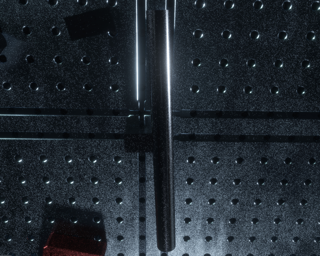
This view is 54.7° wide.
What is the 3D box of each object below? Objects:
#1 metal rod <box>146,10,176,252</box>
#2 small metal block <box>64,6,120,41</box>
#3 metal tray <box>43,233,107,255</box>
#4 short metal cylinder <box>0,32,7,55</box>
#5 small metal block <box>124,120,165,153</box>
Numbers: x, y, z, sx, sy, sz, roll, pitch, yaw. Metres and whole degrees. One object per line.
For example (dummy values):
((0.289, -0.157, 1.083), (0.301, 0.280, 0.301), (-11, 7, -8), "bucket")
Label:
((0.003, 0.019, 0.367), (0.025, 0.025, 0.298), (-2, 110, 0), "metal rod")
((-0.075, -0.120, 0.355), (0.050, 0.050, 0.025), (-13, 110, 4), "small metal block")
((-0.142, 0.236, 0.495), (0.091, 0.030, 0.129), (12, 110, -5), "metal tray")
((-0.224, -0.097, 0.345), (0.080, 0.080, 0.050), (40, 105, -14), "short metal cylinder")
((-0.019, 0.010, 0.403), (0.050, 0.050, 0.025), (-1, 110, 0), "small metal block")
